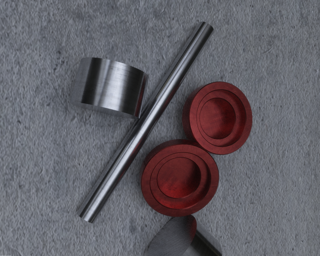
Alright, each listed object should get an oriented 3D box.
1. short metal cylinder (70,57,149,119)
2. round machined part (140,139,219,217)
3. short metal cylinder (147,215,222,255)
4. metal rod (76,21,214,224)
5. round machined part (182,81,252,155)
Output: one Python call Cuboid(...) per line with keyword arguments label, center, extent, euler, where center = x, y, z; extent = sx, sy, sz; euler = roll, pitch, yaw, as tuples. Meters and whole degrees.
Cuboid(label="short metal cylinder", center=(-0.058, -0.044, 0.359), extent=(0.081, 0.080, 0.050), euler=(14, 86, -20))
Cuboid(label="round machined part", center=(0.022, 0.061, 0.400), extent=(0.099, 0.042, 0.097), euler=(-2, 104, -9))
Cuboid(label="short metal cylinder", center=(0.031, 0.157, 0.393), extent=(0.080, 0.080, 0.050), euler=(-46, 105, -14))
Cuboid(label="metal rod", center=(-0.013, -0.015, 0.405), extent=(0.025, 0.025, 0.300), euler=(35, 78, -17))
Cuboid(label="round machined part", center=(0.074, -0.013, 0.428), extent=(0.099, 0.042, 0.097), euler=(1, 88, -22))
